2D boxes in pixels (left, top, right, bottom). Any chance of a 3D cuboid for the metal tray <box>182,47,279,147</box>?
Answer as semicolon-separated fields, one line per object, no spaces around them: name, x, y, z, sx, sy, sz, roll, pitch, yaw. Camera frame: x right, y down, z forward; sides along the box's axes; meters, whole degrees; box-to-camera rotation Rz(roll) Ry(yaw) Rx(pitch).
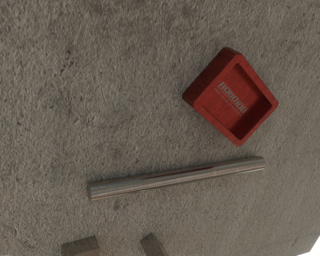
metal tray;0.103;-0.039;0.438;0.090;0.030;0.130;-49;129;6

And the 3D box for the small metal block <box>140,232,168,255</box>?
small metal block;-0.004;0.214;0.523;0.025;0.050;0.050;-35;129;-6

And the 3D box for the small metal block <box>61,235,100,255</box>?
small metal block;-0.119;0.194;0.463;0.050;0.025;0.050;-8;122;-25

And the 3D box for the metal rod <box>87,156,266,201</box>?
metal rod;0.041;0.073;0.476;0.303;0.025;0.025;-5;121;-26
